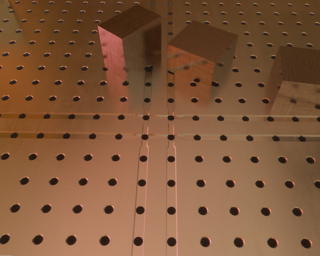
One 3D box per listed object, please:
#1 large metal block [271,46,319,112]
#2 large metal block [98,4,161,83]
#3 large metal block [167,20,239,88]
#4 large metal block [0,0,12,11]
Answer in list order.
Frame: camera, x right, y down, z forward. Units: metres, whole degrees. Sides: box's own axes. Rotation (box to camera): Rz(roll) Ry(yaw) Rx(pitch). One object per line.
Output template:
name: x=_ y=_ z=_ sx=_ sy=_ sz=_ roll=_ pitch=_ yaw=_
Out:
large metal block: x=0.211 y=-0.072 z=0.453 sx=0.080 sy=0.050 sz=0.080 roll=8 pitch=51 yaw=7
large metal block: x=-0.043 y=-0.131 z=0.482 sx=0.050 sy=0.080 sz=0.080 roll=35 pitch=58 yaw=25
large metal block: x=0.066 y=-0.119 z=0.492 sx=0.080 sy=0.050 sz=0.080 roll=27 pitch=55 yaw=20
large metal block: x=-0.346 y=-0.270 z=0.597 sx=0.081 sy=0.080 sz=0.050 roll=-20 pitch=53 yaw=-16
